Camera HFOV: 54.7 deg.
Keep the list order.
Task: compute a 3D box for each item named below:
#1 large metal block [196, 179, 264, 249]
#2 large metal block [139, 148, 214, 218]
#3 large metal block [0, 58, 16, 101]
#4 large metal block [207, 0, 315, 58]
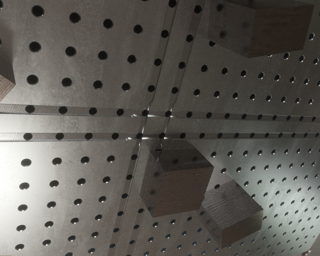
[{"bbox_3d":[0.117,0.145,0.532,0.081,0.080,0.050,-19,126,-18],"label":"large metal block"},{"bbox_3d":[0.023,0.079,0.459,0.081,0.050,0.079,-1,119,-28],"label":"large metal block"},{"bbox_3d":[-0.188,-0.041,0.267,0.080,0.050,0.080,-46,130,4],"label":"large metal block"},{"bbox_3d":[0.114,-0.123,0.364,0.081,0.080,0.050,-13,124,-22],"label":"large metal block"}]
